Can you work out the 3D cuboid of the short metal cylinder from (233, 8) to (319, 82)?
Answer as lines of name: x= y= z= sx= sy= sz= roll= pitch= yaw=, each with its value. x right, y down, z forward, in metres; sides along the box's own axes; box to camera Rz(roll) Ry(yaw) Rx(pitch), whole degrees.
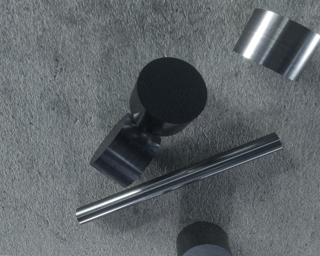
short metal cylinder: x=0.130 y=-0.092 z=0.348 sx=0.080 sy=0.080 sz=0.050 roll=23 pitch=108 yaw=-9

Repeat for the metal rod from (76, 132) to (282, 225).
metal rod: x=0.021 y=0.074 z=0.436 sx=0.301 sy=0.025 sz=0.025 roll=-22 pitch=109 yaw=7

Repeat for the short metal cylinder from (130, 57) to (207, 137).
short metal cylinder: x=0.008 y=-0.035 z=0.362 sx=0.081 sy=0.050 sz=0.080 roll=5 pitch=72 yaw=-14

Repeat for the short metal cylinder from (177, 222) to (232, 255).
short metal cylinder: x=0.066 y=0.190 z=0.467 sx=0.081 sy=0.050 sz=0.079 roll=0 pitch=110 yaw=0

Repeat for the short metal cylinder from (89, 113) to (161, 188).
short metal cylinder: x=-0.044 y=0.028 z=0.390 sx=0.050 sy=0.080 sz=0.080 roll=38 pitch=106 yaw=-13
